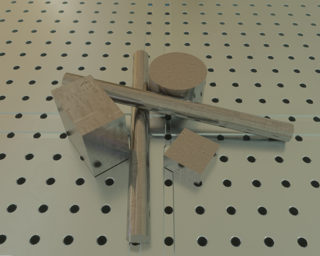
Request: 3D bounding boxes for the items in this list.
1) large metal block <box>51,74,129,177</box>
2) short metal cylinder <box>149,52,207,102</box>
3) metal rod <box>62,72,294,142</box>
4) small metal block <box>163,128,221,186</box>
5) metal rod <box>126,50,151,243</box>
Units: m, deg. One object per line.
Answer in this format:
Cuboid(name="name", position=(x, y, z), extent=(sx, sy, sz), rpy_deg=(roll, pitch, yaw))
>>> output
Cuboid(name="large metal block", position=(-0.081, -0.003, 0.372), extent=(0.050, 0.080, 0.080), rpy_deg=(-28, 56, -22))
Cuboid(name="short metal cylinder", position=(0.025, -0.064, 0.445), extent=(0.081, 0.050, 0.080), rpy_deg=(0, 50, 0))
Cuboid(name="metal rod", position=(0.023, -0.027, 0.406), extent=(0.302, 0.025, 0.025), rpy_deg=(13, 51, 0))
Cuboid(name="small metal block", position=(0.039, 0.034, 0.380), extent=(0.050, 0.025, 0.050), rpy_deg=(27, 55, 20))
Cuboid(name="metal rod", position=(-0.026, -0.002, 0.409), extent=(0.025, 0.025, 0.300), rpy_deg=(-1, 50, -1))
